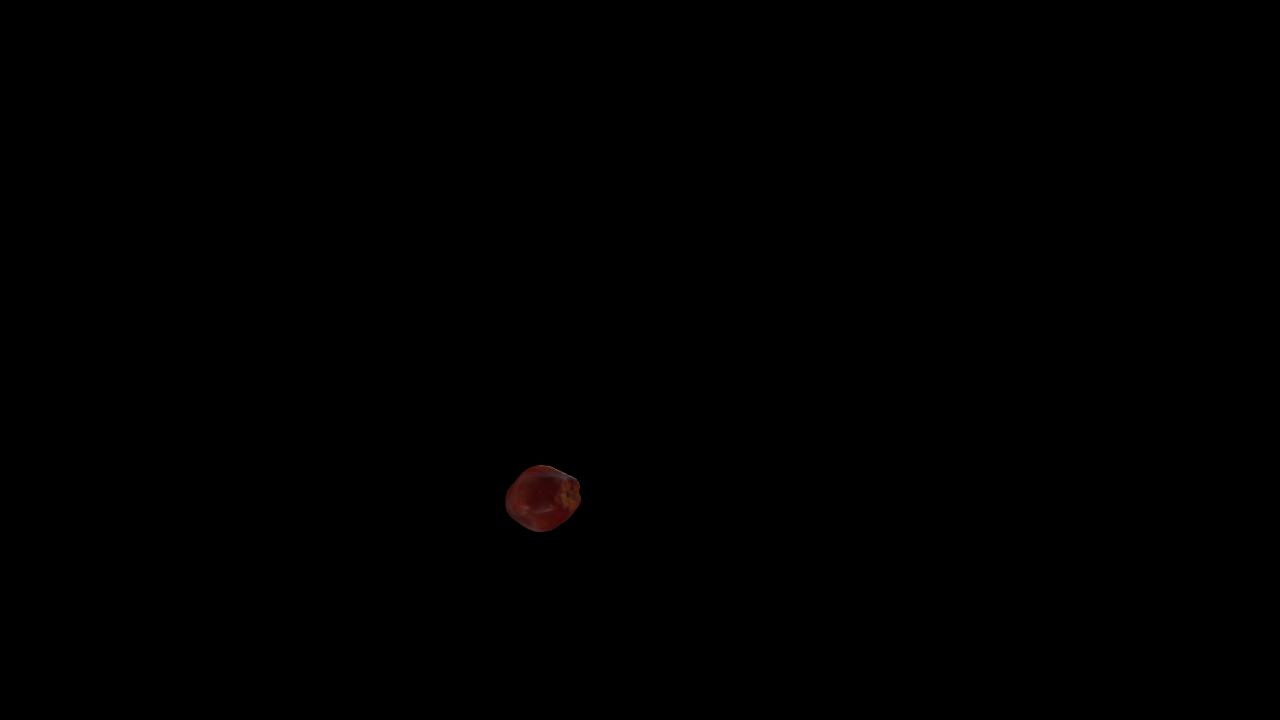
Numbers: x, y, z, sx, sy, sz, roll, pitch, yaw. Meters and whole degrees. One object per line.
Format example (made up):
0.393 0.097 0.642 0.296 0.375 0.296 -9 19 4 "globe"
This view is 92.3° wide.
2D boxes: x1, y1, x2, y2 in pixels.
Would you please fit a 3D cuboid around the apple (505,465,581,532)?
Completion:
-0.117 0.165 0.735 0.093 0.079 0.079 -9 -5 36 "apple"
